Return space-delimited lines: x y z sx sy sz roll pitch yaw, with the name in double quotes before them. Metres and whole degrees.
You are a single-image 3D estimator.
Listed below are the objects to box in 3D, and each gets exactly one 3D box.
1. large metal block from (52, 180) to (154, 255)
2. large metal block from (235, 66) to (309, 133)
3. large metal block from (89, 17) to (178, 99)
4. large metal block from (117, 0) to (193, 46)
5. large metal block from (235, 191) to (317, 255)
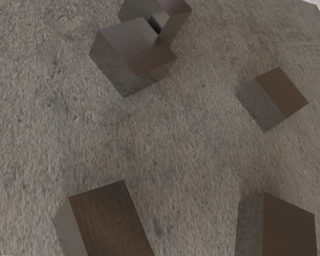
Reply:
"large metal block" -0.053 0.103 0.278 0.050 0.080 0.080 -13 69 -34
"large metal block" 0.189 -0.049 0.522 0.081 0.050 0.080 -26 76 -37
"large metal block" -0.037 -0.099 0.430 0.081 0.050 0.080 -33 81 -38
"large metal block" -0.010 -0.174 0.471 0.050 0.080 0.080 -30 79 -38
"large metal block" 0.143 0.137 0.384 0.080 0.050 0.080 26 53 -13
